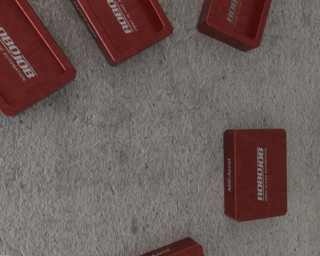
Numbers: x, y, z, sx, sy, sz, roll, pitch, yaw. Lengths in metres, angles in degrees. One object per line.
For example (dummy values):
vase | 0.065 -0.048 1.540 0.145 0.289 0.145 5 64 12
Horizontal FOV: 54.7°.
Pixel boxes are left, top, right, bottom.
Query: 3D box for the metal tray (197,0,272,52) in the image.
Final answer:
metal tray | 0.114 -0.188 0.447 0.091 0.030 0.129 18 84 -19

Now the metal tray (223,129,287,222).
metal tray | 0.142 0.066 0.459 0.091 0.030 0.129 -1 91 -20

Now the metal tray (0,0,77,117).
metal tray | -0.168 -0.088 0.343 0.090 0.030 0.130 -37 102 -16

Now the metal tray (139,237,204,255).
metal tray | 0.000 0.210 0.407 0.131 0.030 0.089 -13 95 -20

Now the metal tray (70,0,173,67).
metal tray | -0.054 -0.154 0.385 0.090 0.030 0.130 -34 101 -17
